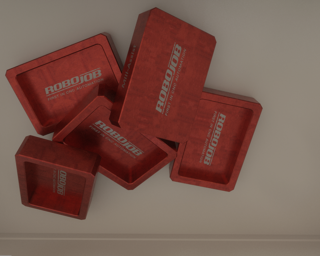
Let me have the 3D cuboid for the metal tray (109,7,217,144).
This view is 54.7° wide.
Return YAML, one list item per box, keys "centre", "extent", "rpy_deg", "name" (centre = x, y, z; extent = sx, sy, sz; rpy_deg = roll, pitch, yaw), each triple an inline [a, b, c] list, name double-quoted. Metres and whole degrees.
- centre: [0.005, -0.055, 0.350]
  extent: [0.091, 0.030, 0.129]
  rpy_deg: [16, 91, -30]
  name: "metal tray"

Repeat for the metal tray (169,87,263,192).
- centre: [0.070, 0.016, 0.414]
  extent: [0.091, 0.030, 0.129]
  rpy_deg: [12, 110, -5]
  name: "metal tray"

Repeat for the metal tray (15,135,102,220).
- centre: [-0.131, 0.070, 0.400]
  extent: [0.091, 0.030, 0.129]
  rpy_deg: [16, 138, -6]
  name: "metal tray"

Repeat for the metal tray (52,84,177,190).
- centre: [-0.053, 0.017, 0.389]
  extent: [0.090, 0.030, 0.130]
  rpy_deg: [-40, 121, 20]
  name: "metal tray"

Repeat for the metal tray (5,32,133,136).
- centre: [-0.108, -0.054, 0.385]
  extent: [0.131, 0.030, 0.090]
  rpy_deg: [-19, 109, 6]
  name: "metal tray"
